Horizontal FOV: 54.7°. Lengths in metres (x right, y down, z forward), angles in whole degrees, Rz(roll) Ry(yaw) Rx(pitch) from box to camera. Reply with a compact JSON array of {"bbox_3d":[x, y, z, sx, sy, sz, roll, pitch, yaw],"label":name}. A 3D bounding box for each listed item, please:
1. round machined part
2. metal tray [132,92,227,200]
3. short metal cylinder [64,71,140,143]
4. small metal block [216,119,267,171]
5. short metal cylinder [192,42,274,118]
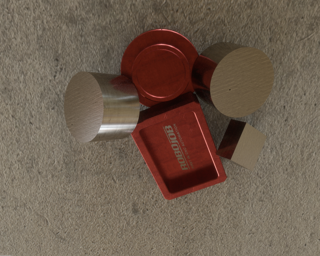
[{"bbox_3d":[0.001,-0.069,0.377,0.099,0.042,0.097,0,110,0],"label":"round machined part"},{"bbox_3d":[0.026,0.028,0.407,0.090,0.030,0.129,-21,119,7],"label":"metal tray"},{"bbox_3d":[-0.070,-0.024,0.365,0.050,0.080,0.079,-4,118,-46],"label":"short metal cylinder"},{"bbox_3d":[0.106,0.022,0.401,0.050,0.025,0.050,27,85,-37],"label":"small metal block"},{"bbox_3d":[0.085,-0.058,0.366,0.081,0.050,0.079,-7,113,-17],"label":"short metal cylinder"}]
